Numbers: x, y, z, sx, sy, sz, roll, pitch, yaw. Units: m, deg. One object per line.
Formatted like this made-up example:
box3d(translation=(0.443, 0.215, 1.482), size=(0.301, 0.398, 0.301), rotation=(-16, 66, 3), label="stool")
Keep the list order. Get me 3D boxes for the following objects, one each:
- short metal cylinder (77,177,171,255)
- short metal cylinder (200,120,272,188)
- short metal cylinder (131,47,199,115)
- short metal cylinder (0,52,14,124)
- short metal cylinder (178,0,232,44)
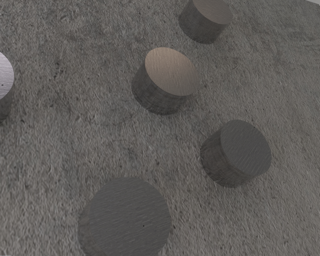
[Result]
box3d(translation=(-0.037, 0.095, 0.310), size=(0.081, 0.050, 0.080), rotation=(14, 56, -21), label="short metal cylinder")
box3d(translation=(0.102, 0.035, 0.421), size=(0.081, 0.050, 0.080), rotation=(14, 56, -21), label="short metal cylinder")
box3d(translation=(0.007, -0.064, 0.431), size=(0.081, 0.050, 0.080), rotation=(14, 56, -21), label="short metal cylinder")
box3d(translation=(-0.192, -0.041, 0.309), size=(0.081, 0.050, 0.080), rotation=(14, 56, -21), label="short metal cylinder")
box3d(translation=(0.080, -0.197, 0.550), size=(0.081, 0.050, 0.080), rotation=(14, 56, -21), label="short metal cylinder")
